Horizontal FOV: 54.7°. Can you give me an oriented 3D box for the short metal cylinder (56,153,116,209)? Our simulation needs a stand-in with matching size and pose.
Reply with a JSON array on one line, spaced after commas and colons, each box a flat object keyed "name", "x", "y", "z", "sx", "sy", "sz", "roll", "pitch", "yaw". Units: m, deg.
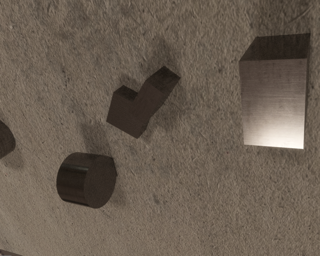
[{"name": "short metal cylinder", "x": -0.111, "y": 0.079, "z": 0.477, "sx": 0.050, "sy": 0.080, "sz": 0.079, "roll": 4, "pitch": 120, "yaw": 26}]

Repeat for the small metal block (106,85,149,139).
[{"name": "small metal block", "x": -0.039, "y": -0.021, "z": 0.413, "sx": 0.050, "sy": 0.025, "sz": 0.050, "roll": 29, "pitch": 128, "yaw": 9}]

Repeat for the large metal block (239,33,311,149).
[{"name": "large metal block", "x": 0.110, "y": -0.037, "z": 0.290, "sx": 0.050, "sy": 0.080, "sz": 0.079, "roll": 3, "pitch": 120, "yaw": 26}]

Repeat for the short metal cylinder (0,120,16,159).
[{"name": "short metal cylinder", "x": -0.317, "y": 0.024, "z": 0.569, "sx": 0.080, "sy": 0.050, "sz": 0.079, "roll": 13, "pitch": 124, "yaw": 20}]

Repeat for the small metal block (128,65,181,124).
[{"name": "small metal block", "x": -0.006, "y": -0.040, "z": 0.368, "sx": 0.025, "sy": 0.050, "sz": 0.050, "roll": 37, "pitch": 129, "yaw": 3}]
